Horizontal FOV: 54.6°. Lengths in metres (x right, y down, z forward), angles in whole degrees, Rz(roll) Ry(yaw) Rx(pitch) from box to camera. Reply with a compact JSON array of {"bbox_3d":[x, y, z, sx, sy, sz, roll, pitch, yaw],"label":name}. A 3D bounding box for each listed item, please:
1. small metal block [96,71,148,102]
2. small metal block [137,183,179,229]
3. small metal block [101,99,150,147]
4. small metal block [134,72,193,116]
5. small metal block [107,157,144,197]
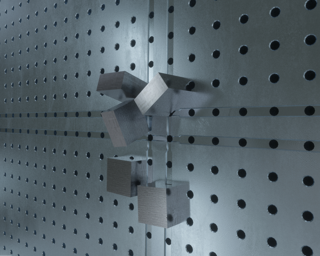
[{"bbox_3d":[-0.051,-0.056,0.434,0.050,0.050,0.025,2,77,40],"label":"small metal block"},{"bbox_3d":[-0.003,0.102,0.413,0.050,0.025,0.050,-3,88,40],"label":"small metal block"},{"bbox_3d":[-0.046,-0.008,0.422,0.025,0.050,0.050,-7,108,40],"label":"small metal block"},{"bbox_3d":[0.005,-0.041,0.390,0.050,0.050,0.025,-45,63,31],"label":"small metal block"},{"bbox_3d":[-0.051,0.070,0.453,0.050,0.025,0.050,3,92,40],"label":"small metal block"}]
